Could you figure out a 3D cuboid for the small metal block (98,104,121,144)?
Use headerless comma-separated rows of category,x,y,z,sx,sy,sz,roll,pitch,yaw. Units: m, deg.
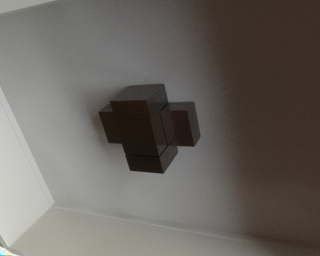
small metal block,-0.051,-0.006,0.429,0.050,0.025,0.050,1,119,28

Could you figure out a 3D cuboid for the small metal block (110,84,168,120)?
small metal block,-0.025,-0.033,0.382,0.050,0.050,0.025,1,119,27

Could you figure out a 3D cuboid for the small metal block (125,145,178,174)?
small metal block,-0.010,0.035,0.415,0.050,0.050,0.025,1,119,27

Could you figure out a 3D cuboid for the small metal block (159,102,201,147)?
small metal block,0.020,-0.005,0.393,0.050,0.025,0.050,1,119,27

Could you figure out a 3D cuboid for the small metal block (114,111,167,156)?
small metal block,-0.023,0.006,0.389,0.050,0.025,0.050,1,119,27
